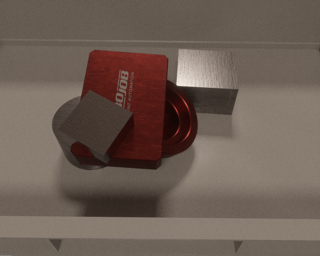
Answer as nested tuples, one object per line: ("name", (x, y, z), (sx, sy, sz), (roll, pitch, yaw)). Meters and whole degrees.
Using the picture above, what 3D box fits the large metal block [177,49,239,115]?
("large metal block", (0.065, -0.067, 0.446), (0.080, 0.050, 0.080), (4, 50, 2))

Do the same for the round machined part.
("round machined part", (-0.005, -0.010, 0.382), (0.099, 0.042, 0.098), (13, 64, -29))

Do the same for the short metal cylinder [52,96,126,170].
("short metal cylinder", (-0.085, 0.005, 0.382), (0.081, 0.050, 0.080), (-1, 52, 1))

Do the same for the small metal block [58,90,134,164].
("small metal block", (-0.060, -0.001, 0.302), (0.050, 0.025, 0.050), (28, 68, 10))

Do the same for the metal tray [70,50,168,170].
("metal tray", (-0.040, -0.023, 0.343), (0.091, 0.030, 0.130), (4, 65, -1))
